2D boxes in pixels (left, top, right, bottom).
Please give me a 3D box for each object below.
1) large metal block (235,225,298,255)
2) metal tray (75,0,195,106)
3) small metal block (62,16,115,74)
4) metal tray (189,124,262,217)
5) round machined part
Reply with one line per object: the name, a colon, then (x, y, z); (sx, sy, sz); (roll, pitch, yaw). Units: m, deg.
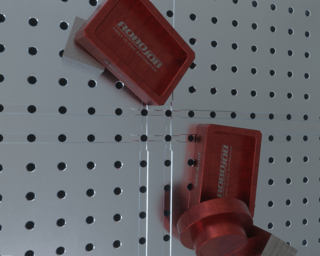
large metal block: (0.128, 0.181, 0.431); (0.050, 0.080, 0.080); (35, 79, -17)
metal tray: (-0.024, -0.100, 0.381); (0.130, 0.030, 0.090); (42, 72, -29)
small metal block: (-0.087, -0.100, 0.380); (0.050, 0.025, 0.050); (19, 84, -19)
metal tray: (0.094, 0.063, 0.444); (0.091, 0.030, 0.129); (7, 88, -20)
round machined part: (0.074, 0.137, 0.403); (0.099, 0.042, 0.097); (-7, 134, -7)
